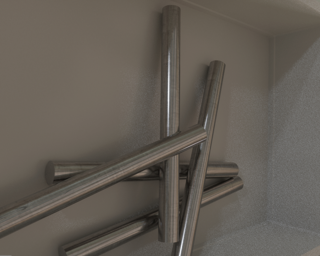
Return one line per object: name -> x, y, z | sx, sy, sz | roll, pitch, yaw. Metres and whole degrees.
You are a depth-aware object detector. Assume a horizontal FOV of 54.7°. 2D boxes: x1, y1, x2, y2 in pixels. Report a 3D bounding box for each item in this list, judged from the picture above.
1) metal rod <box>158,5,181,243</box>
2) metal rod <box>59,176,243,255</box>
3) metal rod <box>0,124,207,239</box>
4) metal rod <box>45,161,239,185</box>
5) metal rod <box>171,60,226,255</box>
metal rod -> 0.013, -0.012, 0.395 | 0.025, 0.025, 0.298 | 9, 78, -40
metal rod -> 0.014, 0.114, 0.419 | 0.302, 0.025, 0.025 | -11, 97, -40
metal rod -> -0.067, 0.054, 0.317 | 0.302, 0.025, 0.025 | -22, 104, -32
metal rod -> 0.004, 0.057, 0.410 | 0.302, 0.025, 0.025 | 6, 87, -40
metal rod -> 0.056, 0.037, 0.428 | 0.025, 0.025, 0.299 | 31, 63, -36
